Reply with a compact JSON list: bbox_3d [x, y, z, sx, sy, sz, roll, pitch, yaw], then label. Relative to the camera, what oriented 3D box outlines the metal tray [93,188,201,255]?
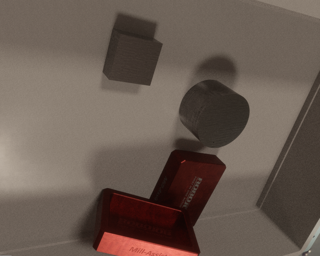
[{"bbox_3d":[-0.019,0.133,0.414,0.131,0.090,0.030,19,110,-14],"label":"metal tray"}]

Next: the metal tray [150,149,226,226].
[{"bbox_3d":[0.038,0.100,0.490,0.091,0.030,0.129,11,113,-33],"label":"metal tray"}]

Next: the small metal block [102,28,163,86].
[{"bbox_3d":[-0.031,-0.078,0.345,0.050,0.025,0.050,4,116,-31],"label":"small metal block"}]

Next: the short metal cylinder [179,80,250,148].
[{"bbox_3d":[0.073,-0.020,0.423,0.081,0.050,0.079,-14,125,-21],"label":"short metal cylinder"}]

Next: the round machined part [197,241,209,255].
[{"bbox_3d":[0.035,0.218,0.523,0.099,0.098,0.042,-6,107,-26],"label":"round machined part"}]
